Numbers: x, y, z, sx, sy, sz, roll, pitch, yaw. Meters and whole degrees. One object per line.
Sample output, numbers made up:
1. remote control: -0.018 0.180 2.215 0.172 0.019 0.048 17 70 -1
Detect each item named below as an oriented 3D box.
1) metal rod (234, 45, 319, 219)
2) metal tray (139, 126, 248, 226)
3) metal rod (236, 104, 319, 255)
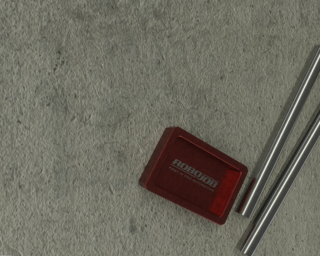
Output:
1. metal rod: 0.193 0.000 0.482 0.025 0.025 0.300 33 79 -18
2. metal tray: 0.048 0.066 0.425 0.131 0.030 0.090 30 80 -18
3. metal rod: 0.208 0.065 0.488 0.025 0.025 0.300 39 77 -16
